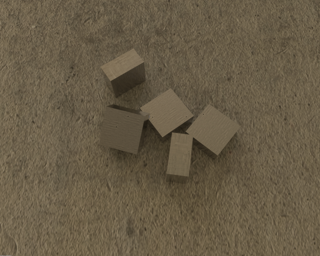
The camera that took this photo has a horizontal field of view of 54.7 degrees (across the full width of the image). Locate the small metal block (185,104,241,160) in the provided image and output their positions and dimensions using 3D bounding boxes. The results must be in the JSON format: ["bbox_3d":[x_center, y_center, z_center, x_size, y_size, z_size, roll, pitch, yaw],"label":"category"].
[{"bbox_3d":[0.068,0.005,0.406,0.050,0.025,0.050,38,74,12],"label":"small metal block"}]

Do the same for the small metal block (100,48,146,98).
[{"bbox_3d":[-0.048,-0.073,0.421,0.050,0.050,0.025,-32,73,-11],"label":"small metal block"}]

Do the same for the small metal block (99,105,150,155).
[{"bbox_3d":[-0.045,0.001,0.394,0.050,0.025,0.050,14,103,8],"label":"small metal block"}]

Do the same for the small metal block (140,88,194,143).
[{"bbox_3d":[0.009,-0.017,0.414,0.050,0.025,0.050,-34,74,-12],"label":"small metal block"}]

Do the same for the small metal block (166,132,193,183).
[{"bbox_3d":[0.023,0.038,0.381,0.025,0.050,0.050,7,70,3],"label":"small metal block"}]
